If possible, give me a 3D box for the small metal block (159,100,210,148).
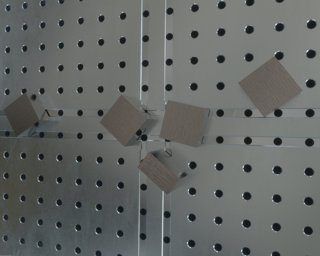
[{"bbox_3d":[0.032,-0.006,0.401,0.050,0.025,0.050,15,95,19],"label":"small metal block"}]

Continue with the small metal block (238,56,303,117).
[{"bbox_3d":[0.130,-0.048,0.367,0.050,0.025,0.050,-37,79,16],"label":"small metal block"}]

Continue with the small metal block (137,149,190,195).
[{"bbox_3d":[0.006,0.054,0.396,0.050,0.050,0.025,41,103,15],"label":"small metal block"}]

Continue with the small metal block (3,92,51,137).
[{"bbox_3d":[-0.208,-0.020,0.484,0.050,0.025,0.050,-32,80,16],"label":"small metal block"}]

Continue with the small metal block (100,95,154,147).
[{"bbox_3d":[-0.046,-0.010,0.428,0.050,0.025,0.050,43,103,14],"label":"small metal block"}]
